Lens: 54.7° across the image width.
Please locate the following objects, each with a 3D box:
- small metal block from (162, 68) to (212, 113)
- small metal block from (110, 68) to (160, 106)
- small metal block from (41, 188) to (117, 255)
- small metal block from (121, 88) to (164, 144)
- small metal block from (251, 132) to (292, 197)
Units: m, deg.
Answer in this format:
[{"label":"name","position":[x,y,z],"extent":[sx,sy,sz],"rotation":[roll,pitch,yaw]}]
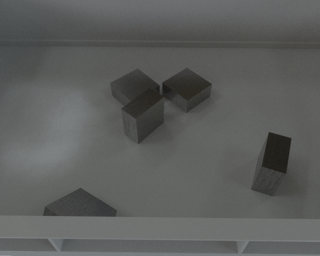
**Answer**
[{"label":"small metal block","position":[0.039,-0.056,0.452],"extent":[0.050,0.025,0.050],"rotation":[-35,58,-26]},{"label":"small metal block","position":[-0.036,-0.055,0.451],"extent":[0.050,0.025,0.050],"rotation":[-33,58,-25]},{"label":"small metal block","position":[-0.081,0.091,0.312],"extent":[0.050,0.025,0.050],"rotation":[26,21,20]},{"label":"small metal block","position":[-0.021,-0.015,0.401],"extent":[0.025,0.050,0.050],"rotation":[35,58,25]},{"label":"small metal block","position":[0.127,0.042,0.354],"extent":[0.025,0.050,0.050],"rotation":[17,52,13]}]
